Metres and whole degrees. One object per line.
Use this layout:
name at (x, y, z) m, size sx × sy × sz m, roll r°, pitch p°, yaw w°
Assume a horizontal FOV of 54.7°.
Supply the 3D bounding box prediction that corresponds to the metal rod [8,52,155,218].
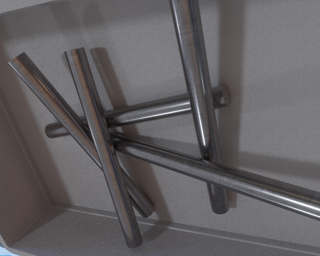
metal rod at (-0.100, 0.024, 0.446) m, size 0.025 × 0.025 × 0.299 m, roll -19°, pitch 118°, yaw 35°

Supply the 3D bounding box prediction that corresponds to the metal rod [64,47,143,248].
metal rod at (-0.073, 0.040, 0.432) m, size 0.025 × 0.025 × 0.298 m, roll -3°, pitch 111°, yaw 29°

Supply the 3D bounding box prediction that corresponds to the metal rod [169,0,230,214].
metal rod at (0.051, -0.006, 0.347) m, size 0.025 × 0.025 × 0.298 m, roll 4°, pitch 130°, yaw 26°

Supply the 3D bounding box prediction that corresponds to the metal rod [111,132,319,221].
metal rod at (0.038, 0.046, 0.368) m, size 0.300 × 0.025 × 0.025 m, roll 14°, pitch 126°, yaw 39°

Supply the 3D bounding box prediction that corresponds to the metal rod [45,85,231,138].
metal rod at (-0.051, -0.016, 0.425) m, size 0.300 × 0.025 × 0.025 m, roll -9°, pitch 114°, yaw 32°
